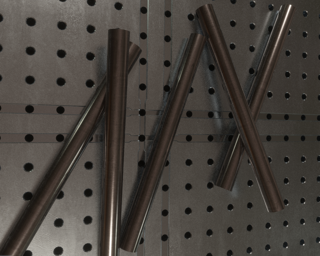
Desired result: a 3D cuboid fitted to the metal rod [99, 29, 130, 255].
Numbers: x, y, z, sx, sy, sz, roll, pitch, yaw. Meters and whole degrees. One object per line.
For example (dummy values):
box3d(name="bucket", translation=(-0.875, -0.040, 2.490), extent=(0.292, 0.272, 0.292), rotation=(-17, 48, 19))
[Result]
box3d(name="metal rod", translation=(-0.056, 0.035, 0.375), extent=(0.025, 0.025, 0.298), rotation=(1, 96, -20))

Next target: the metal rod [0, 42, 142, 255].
box3d(name="metal rod", translation=(-0.105, 0.025, 0.374), extent=(0.025, 0.025, 0.299), rotation=(32, 79, -18))

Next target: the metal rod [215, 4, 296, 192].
box3d(name="metal rod", translation=(0.147, -0.050, 0.468), extent=(0.025, 0.025, 0.299), rotation=(25, 82, -19))

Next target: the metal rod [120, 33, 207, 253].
box3d(name="metal rod", translation=(0.006, 0.014, 0.415), extent=(0.025, 0.025, 0.299), rotation=(21, 83, -19))

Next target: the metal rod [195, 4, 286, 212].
box3d(name="metal rod", translation=(0.112, -0.028, 0.434), extent=(0.025, 0.025, 0.299), rotation=(-19, 89, -19))
